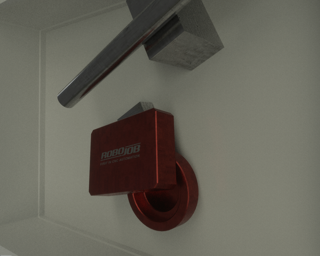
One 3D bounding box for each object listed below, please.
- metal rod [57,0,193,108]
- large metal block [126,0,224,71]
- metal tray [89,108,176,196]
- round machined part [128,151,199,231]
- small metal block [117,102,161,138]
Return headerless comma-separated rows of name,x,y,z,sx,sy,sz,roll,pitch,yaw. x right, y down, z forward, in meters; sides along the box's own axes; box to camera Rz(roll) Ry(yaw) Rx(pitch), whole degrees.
metal rod,-0.016,-0.102,0.314,0.299,0.025,0.025,-32,70,35
large metal block,0.018,-0.119,0.354,0.050,0.081,0.080,-33,70,35
metal tray,-0.039,0.035,0.386,0.130,0.030,0.090,-17,68,42
round machined part,0.007,0.074,0.388,0.098,0.042,0.097,0,90,39
small metal block,-0.026,-0.002,0.427,0.050,0.025,0.050,-35,69,34
